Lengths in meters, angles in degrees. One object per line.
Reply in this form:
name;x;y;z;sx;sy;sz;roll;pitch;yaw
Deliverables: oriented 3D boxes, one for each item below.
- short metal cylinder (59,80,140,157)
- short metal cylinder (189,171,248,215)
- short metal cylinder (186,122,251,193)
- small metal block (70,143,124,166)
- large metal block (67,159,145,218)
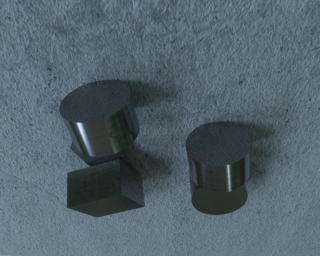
short metal cylinder;-0.068;-0.013;0.359;0.080;0.080;0.050;-7;130;5
short metal cylinder;0.086;0.086;0.465;0.081;0.050;0.079;0;130;0
short metal cylinder;0.076;0.037;0.403;0.080;0.080;0.050;-7;130;6
small metal block;-0.085;0.026;0.428;0.050;0.025;0.050;-24;126;19
large metal block;-0.076;0.090;0.449;0.080;0.050;0.080;-16;151;13
